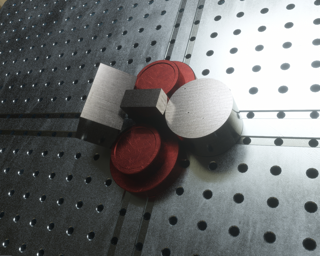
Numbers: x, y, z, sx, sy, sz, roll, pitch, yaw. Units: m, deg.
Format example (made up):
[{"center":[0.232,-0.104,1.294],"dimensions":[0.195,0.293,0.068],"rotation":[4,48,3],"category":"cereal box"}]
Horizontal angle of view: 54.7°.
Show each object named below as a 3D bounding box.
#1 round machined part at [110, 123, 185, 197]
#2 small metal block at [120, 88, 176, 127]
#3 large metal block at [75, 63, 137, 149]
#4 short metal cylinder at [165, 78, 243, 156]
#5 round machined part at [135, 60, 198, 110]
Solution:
[{"center":[-0.022,0.033,0.389],"dimensions":[0.098,0.042,0.098],"rotation":[-13,56,21],"category":"round machined part"},{"center":[-0.013,-0.024,0.385],"dimensions":[0.050,0.050,0.025],"rotation":[1,63,29],"category":"small metal block"},{"center":[-0.075,-0.027,0.422],"dimensions":[0.050,0.080,0.080],"rotation":[20,65,-12],"category":"large metal block"},{"center":[0.053,-0.012,0.371],"dimensions":[0.080,0.050,0.080],"rotation":[-13,56,21],"category":"short metal cylinder"},{"center":[0.003,-0.056,0.430],"dimensions":[0.098,0.042,0.098],"rotation":[-13,56,21],"category":"round machined part"}]
